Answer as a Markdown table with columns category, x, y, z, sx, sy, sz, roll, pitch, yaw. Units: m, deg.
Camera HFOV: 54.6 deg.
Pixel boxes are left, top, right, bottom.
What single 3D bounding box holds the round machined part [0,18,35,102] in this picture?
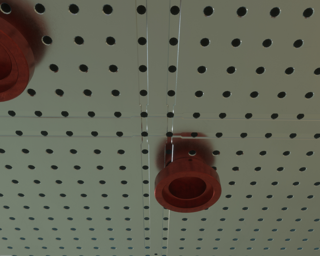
| category | x | y | z | sx | sy | sz | roll | pitch | yaw |
| --- | --- | --- | --- | --- | --- | --- | --- | --- | --- |
| round machined part | -0.185 | -0.079 | 0.332 | 0.099 | 0.042 | 0.097 | 0 | 130 | 0 |

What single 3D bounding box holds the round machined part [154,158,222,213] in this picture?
| category | x | y | z | sx | sy | sz | roll | pitch | yaw |
| --- | --- | --- | --- | --- | --- | --- | --- | --- | --- |
| round machined part | 0.041 | 0.083 | 0.471 | 0.099 | 0.042 | 0.097 | 0 | 130 | 0 |
